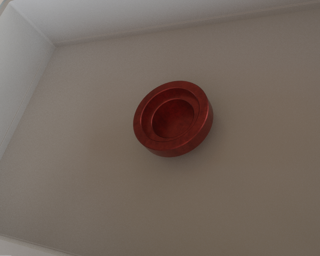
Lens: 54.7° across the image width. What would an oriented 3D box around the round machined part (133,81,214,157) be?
[{"bbox_3d":[0.020,-0.008,0.388,0.098,0.042,0.098,-13,56,20],"label":"round machined part"}]
